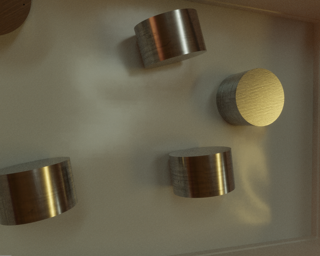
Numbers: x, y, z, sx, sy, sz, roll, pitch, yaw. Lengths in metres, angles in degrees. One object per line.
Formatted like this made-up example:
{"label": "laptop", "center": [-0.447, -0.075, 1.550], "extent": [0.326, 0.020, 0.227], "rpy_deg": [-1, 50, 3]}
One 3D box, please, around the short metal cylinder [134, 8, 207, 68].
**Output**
{"label": "short metal cylinder", "center": [0.013, -0.109, 0.387], "extent": [0.081, 0.080, 0.050], "rpy_deg": [-17, 96, -20]}

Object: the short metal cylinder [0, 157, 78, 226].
{"label": "short metal cylinder", "center": [-0.134, 0.064, 0.332], "extent": [0.081, 0.080, 0.050], "rpy_deg": [-11, 94, -20]}

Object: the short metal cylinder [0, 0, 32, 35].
{"label": "short metal cylinder", "center": [-0.175, -0.139, 0.319], "extent": [0.081, 0.050, 0.079], "rpy_deg": [-8, 114, -18]}

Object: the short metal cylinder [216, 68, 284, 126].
{"label": "short metal cylinder", "center": [0.129, -0.042, 0.447], "extent": [0.081, 0.050, 0.079], "rpy_deg": [0, 90, -21]}

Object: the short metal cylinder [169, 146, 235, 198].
{"label": "short metal cylinder", "center": [0.054, 0.055, 0.403], "extent": [0.081, 0.080, 0.050], "rpy_deg": [-8, 93, -20]}
